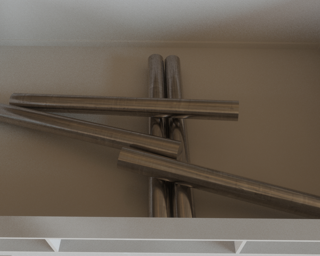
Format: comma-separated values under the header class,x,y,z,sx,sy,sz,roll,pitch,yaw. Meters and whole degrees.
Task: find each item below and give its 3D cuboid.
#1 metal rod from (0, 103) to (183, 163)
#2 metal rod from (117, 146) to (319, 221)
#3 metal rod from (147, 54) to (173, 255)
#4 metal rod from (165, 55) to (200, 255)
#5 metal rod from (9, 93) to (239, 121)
class,x,y,z,sx,sy,sz,roll,pitch,yaw
metal rod,-0.119,-0.002,0.387,0.301,0.025,0.025,12,51,16
metal rod,0.104,0.068,0.325,0.302,0.025,0.025,14,51,4
metal rod,-0.003,0.007,0.395,0.025,0.025,0.300,-1,50,-1
metal rod,0.023,0.009,0.394,0.025,0.025,0.300,-1,50,-1
metal rod,-0.053,-0.028,0.401,0.301,0.025,0.025,3,50,11
